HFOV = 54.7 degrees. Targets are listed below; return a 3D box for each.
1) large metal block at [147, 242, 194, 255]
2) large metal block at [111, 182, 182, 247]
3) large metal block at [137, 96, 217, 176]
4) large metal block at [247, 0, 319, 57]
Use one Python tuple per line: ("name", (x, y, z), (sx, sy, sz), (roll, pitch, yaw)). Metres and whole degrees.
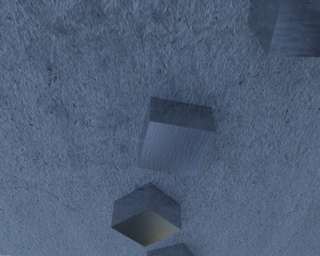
("large metal block", (0.027, 0.286, 0.634), (0.080, 0.050, 0.080), (-21, 127, 16))
("large metal block", (-0.021, 0.146, 0.514), (0.080, 0.050, 0.080), (-33, 123, 24))
("large metal block", (0.019, 0.012, 0.401), (0.081, 0.050, 0.079), (10, 130, -9))
("large metal block", (0.133, -0.106, 0.282), (0.081, 0.080, 0.050), (0, 130, -1))
